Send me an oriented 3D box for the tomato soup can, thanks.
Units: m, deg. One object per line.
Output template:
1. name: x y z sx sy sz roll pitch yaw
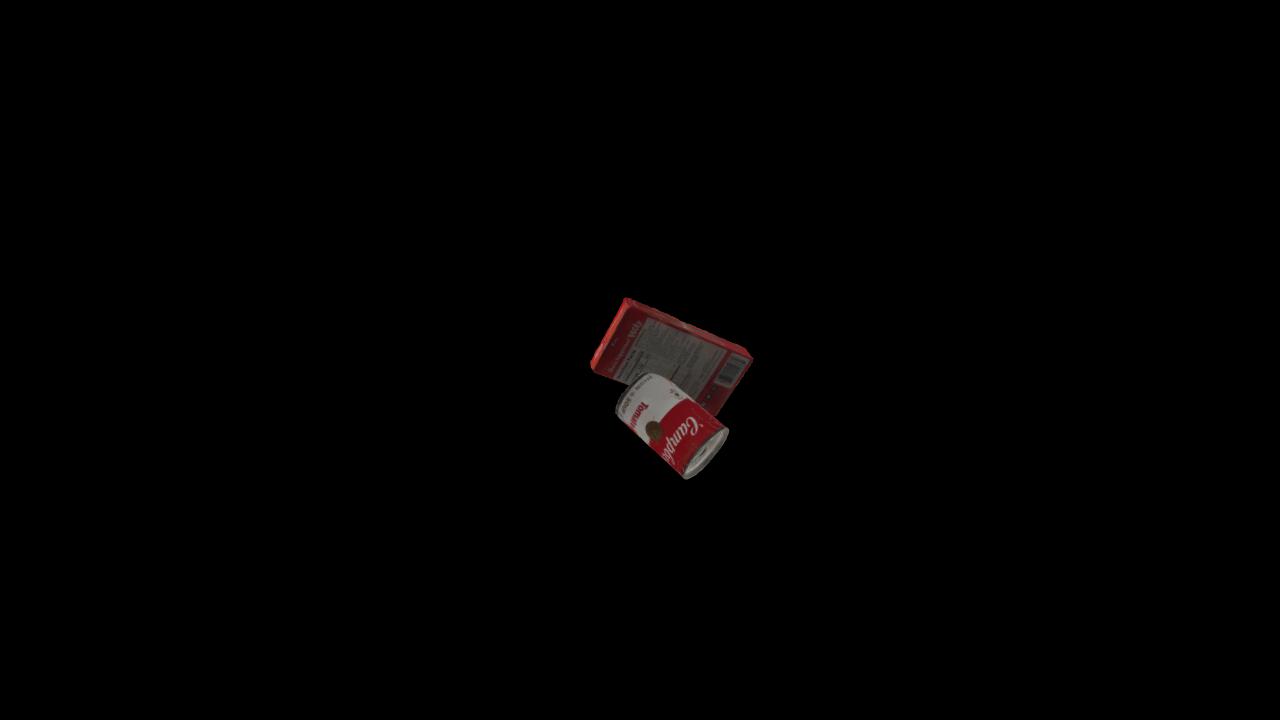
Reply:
1. tomato soup can: 0.032 0.063 0.630 0.101 0.068 0.068 41 19 23

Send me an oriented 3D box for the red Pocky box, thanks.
1. red Pocky box: 0.034 0.000 0.641 0.155 0.083 0.028 22 24 -23
